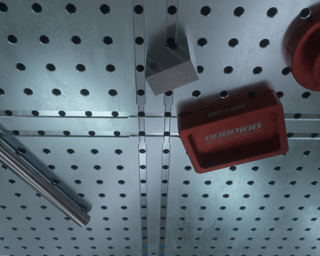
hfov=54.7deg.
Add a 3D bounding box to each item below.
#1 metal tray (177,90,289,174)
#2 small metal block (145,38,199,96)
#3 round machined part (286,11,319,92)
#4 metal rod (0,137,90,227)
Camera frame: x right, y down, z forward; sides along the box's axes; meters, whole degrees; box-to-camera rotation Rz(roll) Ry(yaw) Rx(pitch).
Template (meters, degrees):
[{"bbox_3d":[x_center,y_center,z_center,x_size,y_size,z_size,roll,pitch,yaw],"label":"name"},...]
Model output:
[{"bbox_3d":[0.099,0.010,0.417,0.130,0.030,0.090,-16,129,12],"label":"metal tray"},{"bbox_3d":[0.013,-0.067,0.339,0.050,0.050,0.025,-19,128,15],"label":"small metal block"},{"bbox_3d":[0.194,-0.079,0.336,0.099,0.042,0.097,-1,130,0],"label":"round machined part"},{"bbox_3d":[-0.202,0.063,0.462,0.025,0.025,0.299,-22,127,17],"label":"metal rod"}]
